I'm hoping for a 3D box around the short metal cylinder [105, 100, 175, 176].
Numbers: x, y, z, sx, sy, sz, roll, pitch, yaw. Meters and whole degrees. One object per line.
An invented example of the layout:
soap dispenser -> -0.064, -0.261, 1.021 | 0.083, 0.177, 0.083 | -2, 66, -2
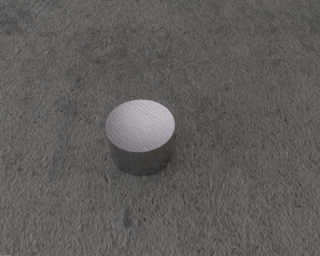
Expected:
short metal cylinder -> -0.023, 0.011, 0.378 | 0.080, 0.050, 0.080 | 0, 50, 0
